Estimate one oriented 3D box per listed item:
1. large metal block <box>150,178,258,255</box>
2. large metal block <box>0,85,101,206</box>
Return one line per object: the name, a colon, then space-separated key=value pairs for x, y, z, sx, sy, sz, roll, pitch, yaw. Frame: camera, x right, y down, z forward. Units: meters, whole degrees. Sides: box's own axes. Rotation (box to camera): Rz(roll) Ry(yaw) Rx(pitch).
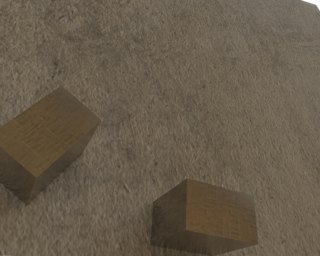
large metal block: x=0.044 y=0.100 z=0.333 sx=0.081 sy=0.080 sz=0.050 roll=17 pitch=55 yaw=-19
large metal block: x=-0.112 y=0.018 z=0.298 sx=0.050 sy=0.080 sz=0.080 roll=42 pitch=51 yaw=0
